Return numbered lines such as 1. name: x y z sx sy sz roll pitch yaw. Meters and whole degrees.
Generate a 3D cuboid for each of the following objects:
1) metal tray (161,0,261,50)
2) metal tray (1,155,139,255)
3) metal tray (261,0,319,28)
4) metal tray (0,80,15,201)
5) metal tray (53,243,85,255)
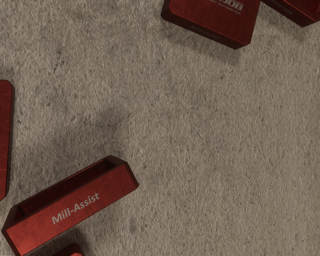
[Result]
1. metal tray: 0.075 -0.176 0.435 0.131 0.030 0.090 16 85 -20
2. metal tray: -0.096 0.076 0.339 0.131 0.090 0.030 -28 100 -18
3. metal tray: 0.202 -0.228 0.482 0.131 0.030 0.090 22 82 -19
4. metal tray: -0.209 0.011 0.329 0.091 0.030 0.129 3 89 -21
5. metal tray: -0.134 0.209 0.358 0.131 0.030 0.090 -28 100 -18
